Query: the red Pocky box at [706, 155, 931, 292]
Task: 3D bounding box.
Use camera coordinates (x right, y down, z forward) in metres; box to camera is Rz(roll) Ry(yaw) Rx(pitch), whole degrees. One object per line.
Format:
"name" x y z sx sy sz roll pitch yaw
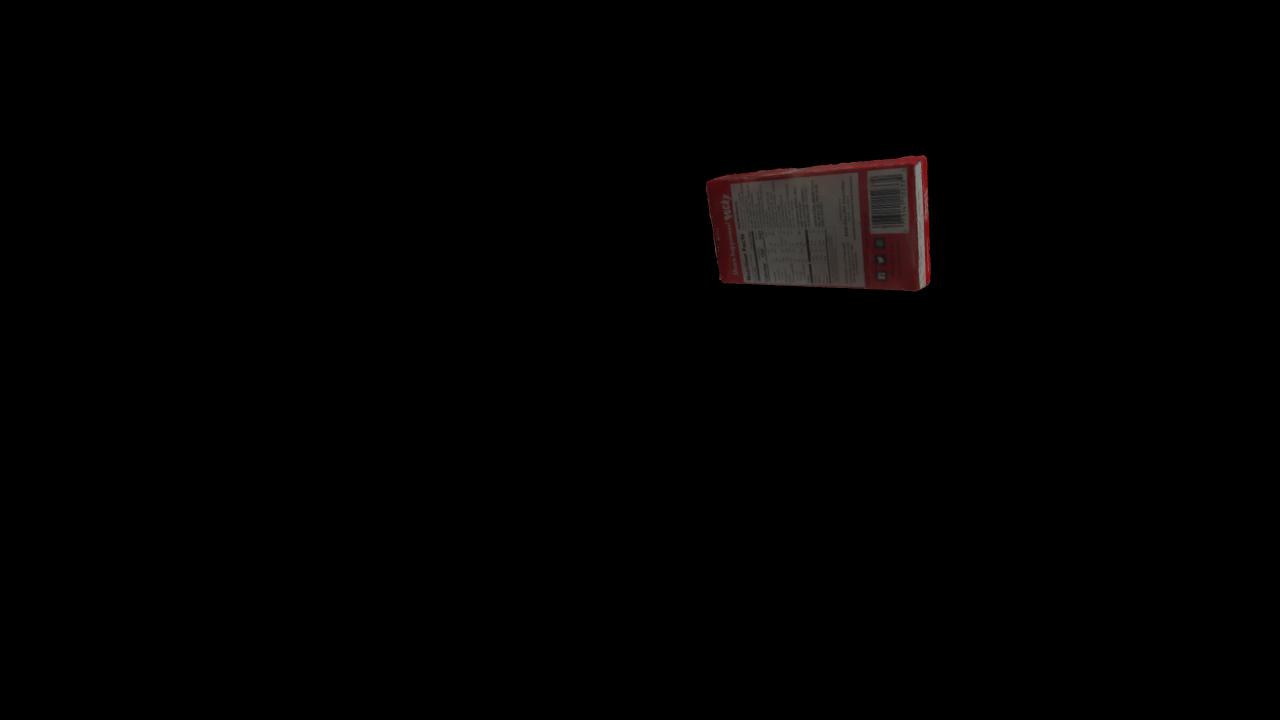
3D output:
"red Pocky box" 0.120 -0.093 0.431 0.155 0.083 0.028 10 32 42
